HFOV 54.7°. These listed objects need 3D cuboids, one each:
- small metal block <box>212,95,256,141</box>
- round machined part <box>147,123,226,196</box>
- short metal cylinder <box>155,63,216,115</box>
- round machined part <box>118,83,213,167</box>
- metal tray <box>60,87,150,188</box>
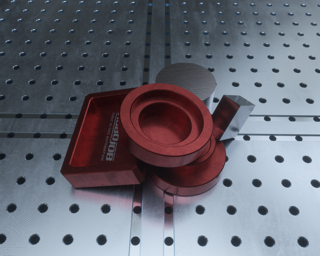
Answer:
[{"bbox_3d":[0.089,-0.014,0.391,0.025,0.050,0.050,39,25,27],"label":"small metal block"},{"bbox_3d":[0.030,0.028,0.372,0.099,0.042,0.098,0,50,0],"label":"round machined part"},{"bbox_3d":[0.034,-0.046,0.430,0.081,0.050,0.080,0,50,0],"label":"short metal cylinder"},{"bbox_3d":[0.004,0.001,0.334,0.099,0.042,0.098,7,51,-8],"label":"round machined part"},{"bbox_3d":[-0.059,0.007,0.383,0.090,0.030,0.130,-6,49,13],"label":"metal tray"}]
